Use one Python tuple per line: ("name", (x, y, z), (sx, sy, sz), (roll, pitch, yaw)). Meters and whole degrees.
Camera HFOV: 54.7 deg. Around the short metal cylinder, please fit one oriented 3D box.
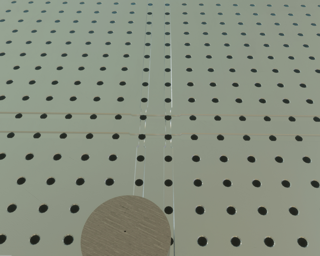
("short metal cylinder", (-0.030, 0.112, 0.297), (0.081, 0.050, 0.080), (0, 50, 0))
